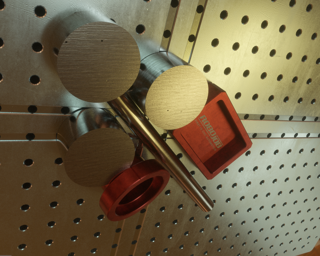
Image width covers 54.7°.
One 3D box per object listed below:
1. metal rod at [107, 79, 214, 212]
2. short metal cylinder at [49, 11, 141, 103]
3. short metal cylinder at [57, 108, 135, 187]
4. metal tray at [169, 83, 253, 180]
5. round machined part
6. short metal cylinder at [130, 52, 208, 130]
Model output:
[{"bbox_3d":[0.011,0.043,0.444,0.025,0.025,0.300,-39,129,-2],"label":"metal rod"},{"bbox_3d":[-0.067,-0.072,0.314,0.081,0.050,0.079,-14,124,-21],"label":"short metal cylinder"},{"bbox_3d":[-0.076,0.023,0.367,0.081,0.050,0.079,-14,124,-21],"label":"short metal cylinder"},{"bbox_3d":[0.074,0.009,0.453,0.090,0.030,0.130,-39,130,-1],"label":"metal tray"},{"bbox_3d":[-0.038,0.075,0.412,0.099,0.042,0.098,-32,151,-20],"label":"round machined part"},{"bbox_3d":[0.010,-0.045,0.372,0.081,0.050,0.079,-14,124,-21],"label":"short metal cylinder"}]
